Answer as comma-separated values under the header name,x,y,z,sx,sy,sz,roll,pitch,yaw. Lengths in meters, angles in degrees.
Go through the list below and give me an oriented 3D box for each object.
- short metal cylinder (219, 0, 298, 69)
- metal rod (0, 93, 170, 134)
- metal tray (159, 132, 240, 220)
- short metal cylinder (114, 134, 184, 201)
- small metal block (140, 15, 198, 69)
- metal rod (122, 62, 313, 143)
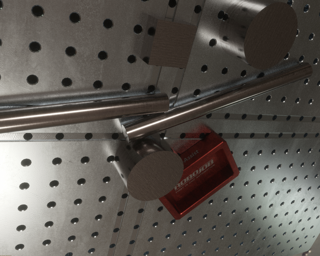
name,x,y,z,sx,sy,sz,roll,pitch,yaw
short metal cylinder,0.123,-0.120,0.390,0.081,0.050,0.079,-14,125,-21
metal rod,-0.130,-0.012,0.333,0.303,0.025,0.025,-9,122,-24
metal tray,0.056,0.077,0.488,0.130,0.030,0.090,-35,129,-5
short metal cylinder,-0.015,0.051,0.420,0.081,0.050,0.079,-14,125,-21
small metal block,0.009,-0.099,0.357,0.050,0.025,0.050,0,119,-29
metal rod,0.092,-0.041,0.437,0.302,0.025,0.025,-20,126,-17
